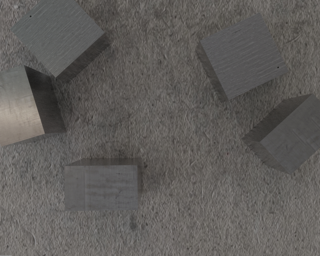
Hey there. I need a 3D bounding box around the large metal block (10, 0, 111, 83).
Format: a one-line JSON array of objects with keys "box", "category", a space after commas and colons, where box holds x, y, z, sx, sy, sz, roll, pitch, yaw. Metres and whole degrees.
[{"box": [-0.123, -0.117, 0.396, 0.080, 0.050, 0.080, -43, 90, 0], "category": "large metal block"}]

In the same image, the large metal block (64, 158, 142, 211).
[{"box": [-0.065, 0.066, 0.382, 0.081, 0.080, 0.050, -1, 90, 0], "category": "large metal block"}]

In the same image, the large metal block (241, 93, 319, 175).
[{"box": [0.157, 0.007, 0.383, 0.080, 0.080, 0.050, -43, 90, 0], "category": "large metal block"}]

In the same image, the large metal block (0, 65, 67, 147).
[{"box": [-0.163, -0.025, 0.381, 0.050, 0.080, 0.080, -17, 90, 0], "category": "large metal block"}]

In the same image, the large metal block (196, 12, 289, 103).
[{"box": [0.102, -0.087, 0.398, 0.080, 0.050, 0.080, -26, 90, 0], "category": "large metal block"}]
